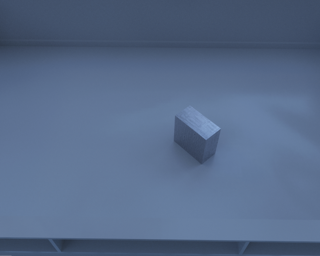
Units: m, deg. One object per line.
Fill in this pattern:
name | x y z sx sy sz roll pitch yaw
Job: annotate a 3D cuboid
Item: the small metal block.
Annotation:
small metal block | 0.044 0.009 0.382 0.025 0.050 0.050 -35 58 -25
